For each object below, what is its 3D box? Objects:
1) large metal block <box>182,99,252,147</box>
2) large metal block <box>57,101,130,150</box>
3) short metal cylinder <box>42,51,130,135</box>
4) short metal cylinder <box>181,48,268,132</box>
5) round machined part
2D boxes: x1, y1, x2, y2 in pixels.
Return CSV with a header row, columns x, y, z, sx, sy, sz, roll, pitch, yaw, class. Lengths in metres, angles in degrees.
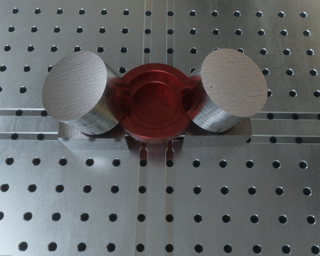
x,y,z,sx,sy,sz,roll,pitch,yaw,class
0.069,-0.020,0.406,0.081,0.050,0.080,-1,70,-1,large metal block
-0.081,-0.017,0.404,0.080,0.050,0.080,1,70,0,large metal block
-0.081,-0.038,0.345,0.080,0.050,0.080,-7,70,20,short metal cylinder
0.071,-0.041,0.347,0.081,0.050,0.080,7,68,-19,short metal cylinder
-0.006,-0.027,0.381,0.099,0.042,0.098,0,70,0,round machined part
